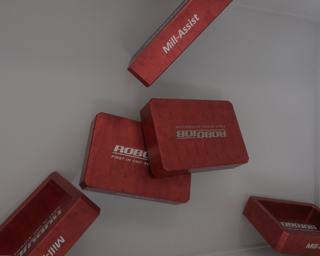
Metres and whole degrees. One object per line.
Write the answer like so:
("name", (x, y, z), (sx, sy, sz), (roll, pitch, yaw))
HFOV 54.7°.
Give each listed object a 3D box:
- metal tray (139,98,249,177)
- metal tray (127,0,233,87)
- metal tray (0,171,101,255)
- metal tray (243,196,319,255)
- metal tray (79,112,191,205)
("metal tray", (0.046, 0.010, 0.396), (0.131, 0.030, 0.090), (-1, 68, -30))
("metal tray", (0.019, -0.112, 0.356), (0.030, 0.090, 0.130), (42, 104, -16))
("metal tray", (-0.132, 0.113, 0.318), (0.130, 0.090, 0.030), (-49, 123, -19))
("metal tray", (0.199, 0.140, 0.446), (0.131, 0.090, 0.030), (11, 106, -20))
("metal tray", (-0.025, 0.040, 0.384), (0.131, 0.030, 0.090), (14, 67, -20))
